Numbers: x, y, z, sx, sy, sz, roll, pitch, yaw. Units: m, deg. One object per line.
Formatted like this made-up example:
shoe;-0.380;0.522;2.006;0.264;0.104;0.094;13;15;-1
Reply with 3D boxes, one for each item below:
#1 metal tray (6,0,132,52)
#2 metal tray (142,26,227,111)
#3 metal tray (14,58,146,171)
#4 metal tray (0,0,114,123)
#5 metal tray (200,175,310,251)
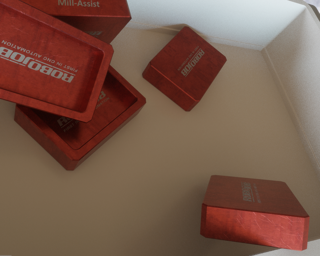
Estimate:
metal tray;-0.112;-0.128;0.379;0.131;0.090;0.030;-12;84;-34
metal tray;0.043;-0.097;0.486;0.090;0.030;0.130;38;51;-3
metal tray;-0.089;-0.023;0.369;0.090;0.030;0.131;44;51;1
metal tray;-0.119;-0.065;0.309;0.131;0.030;0.090;18;88;-39
metal tray;0.095;0.082;0.329;0.090;0.130;0.030;4;94;13
